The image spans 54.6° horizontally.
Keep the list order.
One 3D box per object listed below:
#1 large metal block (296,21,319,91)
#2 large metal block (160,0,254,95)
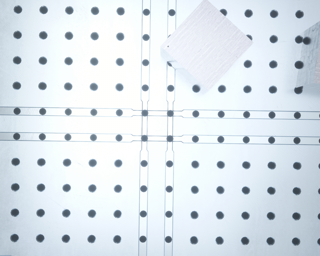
[{"bbox_3d":[0.233,-0.088,0.402,0.080,0.050,0.080,9,90,0],"label":"large metal block"},{"bbox_3d":[0.057,-0.102,0.401,0.080,0.050,0.080,43,90,0],"label":"large metal block"}]
